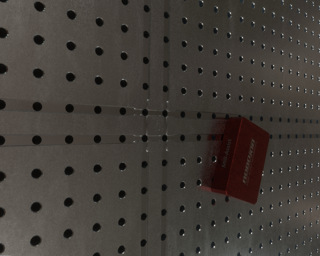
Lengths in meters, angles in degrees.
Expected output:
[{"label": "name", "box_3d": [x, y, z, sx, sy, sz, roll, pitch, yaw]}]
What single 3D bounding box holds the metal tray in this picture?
[{"label": "metal tray", "box_3d": [0.140, 0.056, 0.526, 0.090, 0.030, 0.130, 26, 74, -37]}]
